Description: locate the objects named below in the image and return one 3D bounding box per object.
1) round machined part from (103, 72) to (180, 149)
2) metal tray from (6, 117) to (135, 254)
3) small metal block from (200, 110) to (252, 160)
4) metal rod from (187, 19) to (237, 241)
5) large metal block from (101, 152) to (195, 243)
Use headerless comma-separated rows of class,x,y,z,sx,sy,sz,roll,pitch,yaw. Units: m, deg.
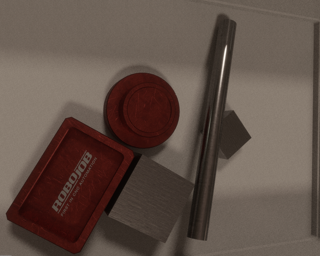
round machined part,-0.019,-0.022,0.395,0.099,0.042,0.097,0,90,-21
metal tray,-0.100,0.064,0.360,0.090,0.030,0.130,30,80,-4
small metal block,0.095,0.010,0.447,0.050,0.025,0.050,-39,103,-16
metal rod,0.072,-0.008,0.414,0.025,0.025,0.299,16,76,-20
large metal block,-0.016,0.085,0.393,0.080,0.050,0.080,32,79,-18
